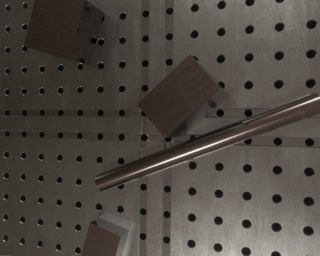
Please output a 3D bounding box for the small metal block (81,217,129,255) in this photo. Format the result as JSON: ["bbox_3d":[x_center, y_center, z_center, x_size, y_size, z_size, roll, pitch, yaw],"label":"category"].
[{"bbox_3d":[-0.078,0.163,0.439,0.050,0.025,0.050,17,96,18],"label":"small metal block"}]

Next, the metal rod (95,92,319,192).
[{"bbox_3d":[0.048,0.024,0.395,0.300,0.025,0.025,-22,83,18],"label":"metal rod"}]

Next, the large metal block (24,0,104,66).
[{"bbox_3d":[-0.137,-0.142,0.446,0.080,0.050,0.080,18,96,18],"label":"large metal block"}]

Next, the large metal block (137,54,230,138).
[{"bbox_3d":[0.032,-0.034,0.372,0.080,0.080,0.050,-42,77,15],"label":"large metal block"}]
